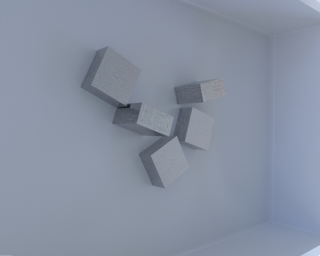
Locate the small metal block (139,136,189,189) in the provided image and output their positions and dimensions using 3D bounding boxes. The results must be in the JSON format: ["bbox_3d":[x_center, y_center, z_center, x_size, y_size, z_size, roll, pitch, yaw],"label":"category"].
[{"bbox_3d":[0.006,0.044,0.414,0.050,0.025,0.050,-35,112,-35],"label":"small metal block"}]

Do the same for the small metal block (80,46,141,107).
[{"bbox_3d":[-0.056,-0.058,0.361,0.050,0.025,0.050,31,70,-36],"label":"small metal block"}]

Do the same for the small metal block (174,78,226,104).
[{"bbox_3d":[0.057,-0.052,0.441,0.050,0.050,0.025,-19,103,-39],"label":"small metal block"}]

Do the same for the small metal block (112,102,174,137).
[{"bbox_3d":[-0.021,-0.009,0.375,0.050,0.050,0.025,22,76,-38],"label":"small metal block"}]

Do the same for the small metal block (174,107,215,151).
[{"bbox_3d":[0.050,0.002,0.451,0.050,0.025,0.050,22,76,-38],"label":"small metal block"}]
